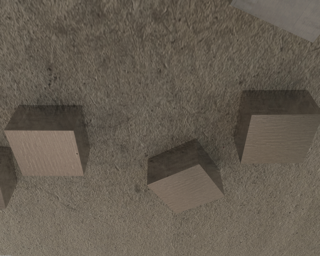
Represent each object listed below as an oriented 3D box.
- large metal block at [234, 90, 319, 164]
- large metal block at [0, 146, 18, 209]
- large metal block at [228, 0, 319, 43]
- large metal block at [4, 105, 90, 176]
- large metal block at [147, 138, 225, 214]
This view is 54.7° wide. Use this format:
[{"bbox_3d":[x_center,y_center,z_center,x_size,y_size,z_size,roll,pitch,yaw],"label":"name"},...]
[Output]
[{"bbox_3d":[0.143,-0.001,0.391,0.081,0.050,0.079,-1,130,0],"label":"large metal block"},{"bbox_3d":[-0.261,0.069,0.447,0.081,0.050,0.079,7,130,-6],"label":"large metal block"},{"bbox_3d":[0.101,-0.126,0.264,0.081,0.080,0.050,18,128,-15],"label":"large metal block"},{"bbox_3d":[-0.141,0.017,0.404,0.081,0.050,0.079,0,130,-1],"label":"large metal block"},{"bbox_3d":[0.038,0.072,0.452,0.080,0.050,0.080,-25,126,20],"label":"large metal block"}]
